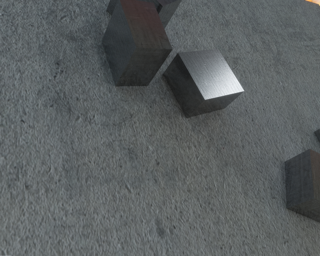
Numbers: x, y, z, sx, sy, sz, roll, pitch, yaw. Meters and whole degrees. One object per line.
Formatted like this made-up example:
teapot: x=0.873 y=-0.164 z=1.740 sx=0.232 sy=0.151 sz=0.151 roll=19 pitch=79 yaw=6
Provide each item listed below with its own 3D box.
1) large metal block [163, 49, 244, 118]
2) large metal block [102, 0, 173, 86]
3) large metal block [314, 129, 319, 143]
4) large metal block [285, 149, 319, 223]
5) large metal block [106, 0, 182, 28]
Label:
large metal block: x=0.064 y=-0.068 z=0.464 sx=0.081 sy=0.050 sz=0.080 roll=-15 pitch=70 yaw=-34
large metal block: x=-0.035 y=-0.112 z=0.418 sx=0.050 sy=0.080 sz=0.080 roll=-5 pitch=65 yaw=-31
large metal block: x=0.338 y=0.029 z=0.552 sx=0.081 sy=0.050 sz=0.080 roll=-3 pitch=64 yaw=-30
large metal block: x=0.237 y=0.089 z=0.461 sx=0.080 sy=0.050 sz=0.080 roll=25 pitch=53 yaw=-13
large metal block: x=-0.025 y=-0.188 z=0.469 sx=0.080 sy=0.080 sz=0.050 roll=47 pitch=51 yaw=4
